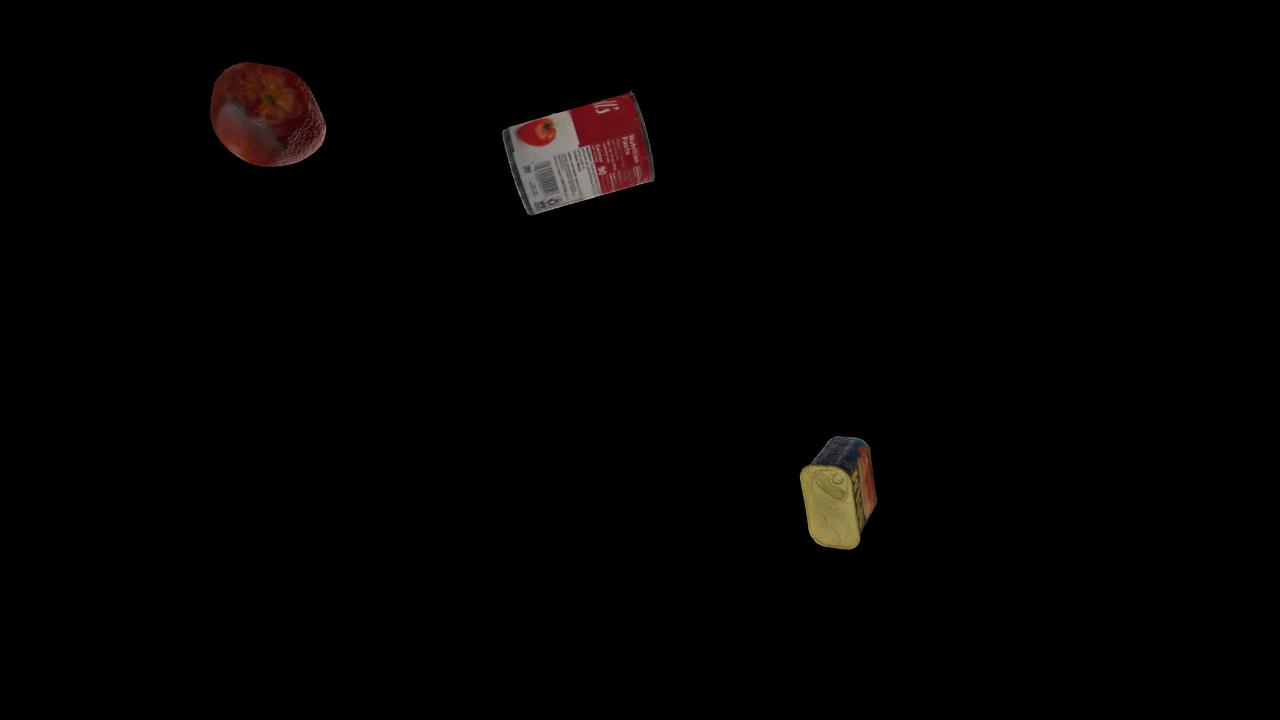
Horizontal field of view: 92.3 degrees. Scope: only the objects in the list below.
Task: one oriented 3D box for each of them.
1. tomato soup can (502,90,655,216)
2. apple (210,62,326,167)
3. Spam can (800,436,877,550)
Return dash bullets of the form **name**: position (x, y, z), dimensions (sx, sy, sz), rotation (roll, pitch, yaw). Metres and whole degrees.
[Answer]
- **tomato soup can**: position (-0.046, -0.155, 0.468), dimensions (0.101, 0.068, 0.068), rotation (-17, 0, -1)
- **apple**: position (-0.290, -0.190, 0.481), dimensions (0.079, 0.079, 0.093), rotation (0, -3, -34)
- **Spam can**: position (0.230, 0.148, 0.703), dimensions (0.058, 0.101, 0.085), rotation (-2, 17, 36)
